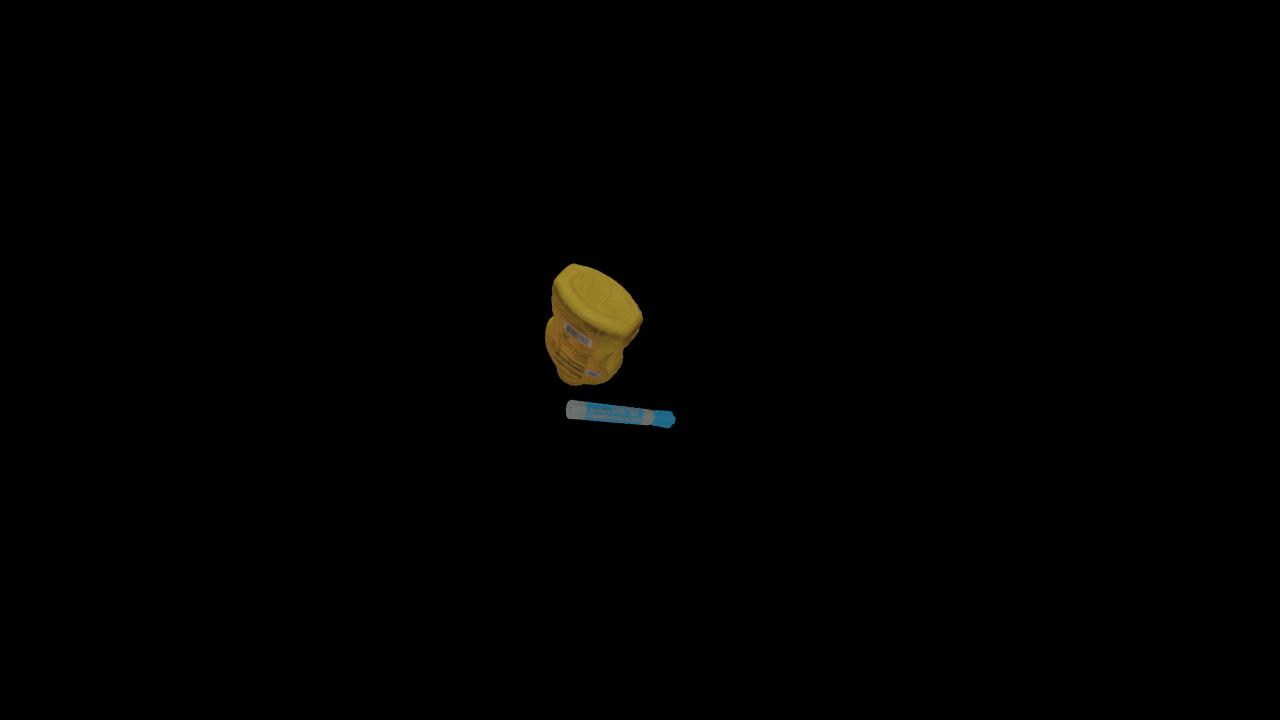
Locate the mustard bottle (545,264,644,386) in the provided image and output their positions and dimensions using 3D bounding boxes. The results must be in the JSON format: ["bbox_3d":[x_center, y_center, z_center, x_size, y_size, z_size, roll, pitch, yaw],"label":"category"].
[{"bbox_3d":[-0.058,-0.018,0.640,0.092,0.054,0.184,32,-29,2],"label":"mustard bottle"}]

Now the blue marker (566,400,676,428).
[{"bbox_3d":[-0.017,0.056,0.634,0.121,0.020,0.020,8,-4,-27],"label":"blue marker"}]
